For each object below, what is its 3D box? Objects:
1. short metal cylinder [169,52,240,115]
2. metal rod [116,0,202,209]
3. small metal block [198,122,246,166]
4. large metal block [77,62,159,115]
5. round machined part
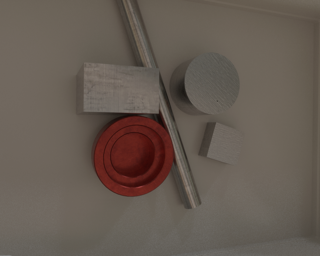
[{"bbox_3d":[0.060,-0.057,0.420,0.081,0.050,0.079,0,90,-21],"label":"short metal cylinder"},{"bbox_3d":[0.000,-0.035,0.411,0.025,0.025,0.298,-20,97,-19],"label":"metal rod"},{"bbox_3d":[0.089,0.023,0.445,0.050,0.025,0.050,18,84,-20],"label":"small metal block"},{"bbox_3d":[-0.053,-0.041,0.362,0.081,0.080,0.050,1,90,-20],"label":"large metal block"},{"bbox_3d":[-0.036,0.032,0.386,0.099,0.042,0.097,-2,96,-21],"label":"round machined part"}]
